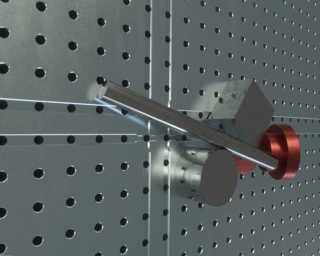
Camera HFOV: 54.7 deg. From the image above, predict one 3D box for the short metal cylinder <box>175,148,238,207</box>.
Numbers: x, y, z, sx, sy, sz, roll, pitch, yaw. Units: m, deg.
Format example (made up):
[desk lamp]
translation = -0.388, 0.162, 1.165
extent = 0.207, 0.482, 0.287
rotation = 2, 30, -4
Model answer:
[short metal cylinder]
translation = 0.068, 0.069, 0.450
extent = 0.081, 0.050, 0.079
rotation = -1, 91, -40

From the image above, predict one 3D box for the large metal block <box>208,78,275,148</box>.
[large metal block]
translation = 0.135, -0.022, 0.506
extent = 0.080, 0.050, 0.080
rotation = 45, 63, -31

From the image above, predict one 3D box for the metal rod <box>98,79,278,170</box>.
[metal rod]
translation = 0.058, 0.006, 0.428
extent = 0.302, 0.025, 0.025
rotation = 22, 76, -29

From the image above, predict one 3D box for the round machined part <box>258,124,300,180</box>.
[round machined part]
translation = 0.200, 0.042, 0.542
extent = 0.042, 0.098, 0.097
rotation = -1, 91, -5
